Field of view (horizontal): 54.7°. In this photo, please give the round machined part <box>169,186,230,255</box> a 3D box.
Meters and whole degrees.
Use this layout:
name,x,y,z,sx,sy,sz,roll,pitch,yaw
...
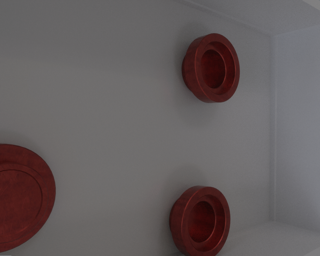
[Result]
name,x,y,z,sx,sy,sz,roll,pitch,yaw
round machined part,0.052,0.130,0.436,0.099,0.042,0.097,4,84,-39

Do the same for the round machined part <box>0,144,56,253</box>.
name,x,y,z,sx,sy,sz,roll,pitch,yaw
round machined part,-0.141,0.063,0.277,0.099,0.042,0.097,0,90,-40

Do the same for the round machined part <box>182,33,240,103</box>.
name,x,y,z,sx,sy,sz,roll,pitch,yaw
round machined part,0.070,-0.085,0.454,0.099,0.042,0.097,0,90,-40
